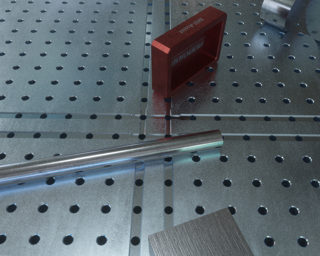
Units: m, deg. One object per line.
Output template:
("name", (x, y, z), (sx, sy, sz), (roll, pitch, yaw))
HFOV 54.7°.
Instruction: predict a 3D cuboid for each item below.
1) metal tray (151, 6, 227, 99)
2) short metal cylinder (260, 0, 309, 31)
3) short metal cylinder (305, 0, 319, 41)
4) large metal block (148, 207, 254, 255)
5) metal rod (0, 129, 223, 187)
("metal tray", (0.043, -0.112, 0.460), (0.030, 0.089, 0.131), (36, 58, 26))
("short metal cylinder", (0.228, -0.224, 0.563), (0.050, 0.080, 0.080), (36, 59, 26))
("short metal cylinder", (0.303, -0.196, 0.541), (0.050, 0.080, 0.080), (-13, 52, -11))
("large metal block", (0.041, 0.131, 0.282), (0.081, 0.050, 0.080), (-16, 52, -13))
("metal rod", (-0.071, 0.037, 0.375), (0.302, 0.025, 0.025), (-9, 51, -8))
